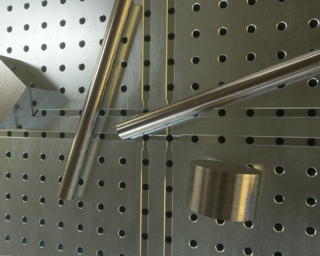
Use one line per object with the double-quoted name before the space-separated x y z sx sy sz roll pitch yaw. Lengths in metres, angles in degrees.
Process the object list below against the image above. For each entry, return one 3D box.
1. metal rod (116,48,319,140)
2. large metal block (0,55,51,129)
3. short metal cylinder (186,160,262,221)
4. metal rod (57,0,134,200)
"metal rod" 0.081 -0.042 0.383 0.300 0.025 0.025 -19 84 18
"large metal block" -0.234 -0.055 0.482 0.080 0.050 0.080 43 103 15
"short metal cylinder" 0.073 0.069 0.358 0.080 0.080 0.050 8 93 20
"metal rod" -0.094 -0.039 0.445 0.025 0.025 0.298 20 97 19
